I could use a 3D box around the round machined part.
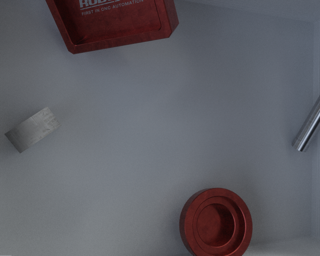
[{"bbox_3d":[0.072,0.132,0.423,0.099,0.042,0.098,4,77,-17],"label":"round machined part"}]

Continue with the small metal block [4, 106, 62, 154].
[{"bbox_3d":[-0.140,0.002,0.346,0.050,0.050,0.025,-37,103,-16],"label":"small metal block"}]

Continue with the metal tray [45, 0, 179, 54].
[{"bbox_3d":[-0.054,-0.134,0.328,0.030,0.130,0.090,-64,143,-50],"label":"metal tray"}]

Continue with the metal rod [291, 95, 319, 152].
[{"bbox_3d":[0.269,-0.095,0.435,0.025,0.025,0.298,10,117,-20],"label":"metal rod"}]
